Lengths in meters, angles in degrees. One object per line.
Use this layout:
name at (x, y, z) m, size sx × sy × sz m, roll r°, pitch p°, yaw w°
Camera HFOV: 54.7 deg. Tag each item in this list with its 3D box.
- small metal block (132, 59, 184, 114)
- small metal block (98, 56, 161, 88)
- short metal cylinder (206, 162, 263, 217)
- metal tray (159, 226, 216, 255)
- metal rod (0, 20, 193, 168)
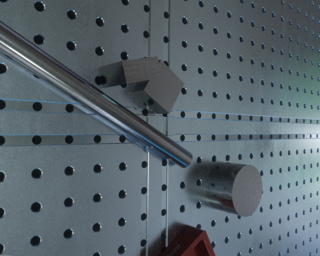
small metal block at (-0.001, -0.053, 0.410) m, size 0.050 × 0.025 × 0.050 m, roll 40°, pitch 65°, yaw -33°
small metal block at (-0.036, -0.065, 0.365) m, size 0.050 × 0.050 × 0.025 m, roll -18°, pitch 102°, yaw -39°
short metal cylinder at (0.120, 0.097, 0.497) m, size 0.081 × 0.050 × 0.079 m, roll 0°, pitch 90°, yaw -40°
metal tray at (0.027, 0.213, 0.430) m, size 0.131 × 0.030 × 0.090 m, roll -34°, pitch 111°, yaw -35°
metal rod at (-0.064, -0.026, 0.356) m, size 0.301 × 0.025 × 0.025 m, roll 35°, pitch 68°, yaw -35°
